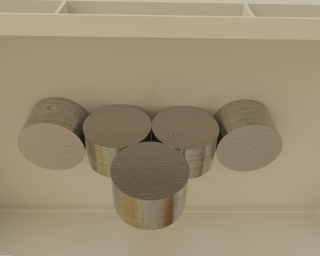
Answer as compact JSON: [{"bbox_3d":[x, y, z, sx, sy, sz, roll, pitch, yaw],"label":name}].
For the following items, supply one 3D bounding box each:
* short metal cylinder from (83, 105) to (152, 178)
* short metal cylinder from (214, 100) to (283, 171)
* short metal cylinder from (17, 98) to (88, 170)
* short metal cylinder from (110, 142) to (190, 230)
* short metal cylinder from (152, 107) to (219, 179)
[{"bbox_3d":[-0.051,0.015,0.383,0.081,0.080,0.050,1,130,-1],"label":"short metal cylinder"},{"bbox_3d":[0.110,0.011,0.401,0.081,0.050,0.079,0,130,0],"label":"short metal cylinder"},{"bbox_3d":[-0.132,0.009,0.396,0.081,0.050,0.079,0,130,0],"label":"short metal cylinder"},{"bbox_3d":[-0.011,0.060,0.331,0.081,0.080,0.050,1,130,-1],"label":"short metal cylinder"},{"bbox_3d":[0.030,0.017,0.385,0.081,0.080,0.050,1,130,-1],"label":"short metal cylinder"}]
